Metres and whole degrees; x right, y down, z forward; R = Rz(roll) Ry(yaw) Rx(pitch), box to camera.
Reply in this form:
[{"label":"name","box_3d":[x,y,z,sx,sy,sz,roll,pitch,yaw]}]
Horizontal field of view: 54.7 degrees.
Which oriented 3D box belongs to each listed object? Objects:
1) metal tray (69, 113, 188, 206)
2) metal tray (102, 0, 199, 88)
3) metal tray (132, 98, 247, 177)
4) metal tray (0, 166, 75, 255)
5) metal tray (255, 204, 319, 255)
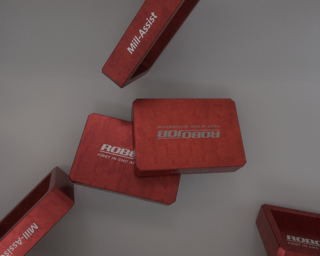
[{"label":"metal tray","box_3d":[-0.037,0.040,0.395,0.131,0.030,0.090,13,71,0]},{"label":"metal tray","box_3d":[-0.006,-0.112,0.353,0.030,0.090,0.129,40,117,0]},{"label":"metal tray","box_3d":[0.033,0.010,0.382,0.131,0.030,0.090,-1,68,-11]},{"label":"metal tray","box_3d":[-0.160,0.112,0.369,0.130,0.090,0.030,-45,108,-5]},{"label":"metal tray","box_3d":[0.193,0.141,0.377,0.131,0.090,0.030,11,110,0]}]
